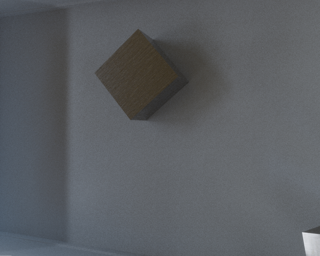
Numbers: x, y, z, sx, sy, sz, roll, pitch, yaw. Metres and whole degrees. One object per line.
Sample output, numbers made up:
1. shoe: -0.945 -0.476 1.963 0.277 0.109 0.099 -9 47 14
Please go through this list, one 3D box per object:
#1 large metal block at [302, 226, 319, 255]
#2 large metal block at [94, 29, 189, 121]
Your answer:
1. large metal block: 0.192 0.137 0.302 0.050 0.081 0.080 -18 76 55
2. large metal block: -0.023 -0.066 0.405 0.080 0.050 0.080 -41 77 15
